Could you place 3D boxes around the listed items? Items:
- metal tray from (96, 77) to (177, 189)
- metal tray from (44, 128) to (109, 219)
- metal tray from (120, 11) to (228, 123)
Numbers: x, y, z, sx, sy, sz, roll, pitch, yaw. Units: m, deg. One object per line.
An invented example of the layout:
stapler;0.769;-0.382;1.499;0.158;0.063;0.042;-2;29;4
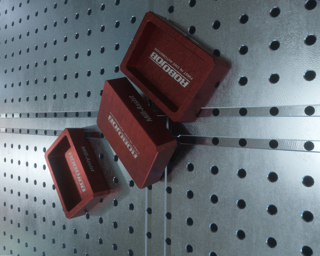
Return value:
metal tray;-0.037;0.005;0.419;0.130;0.030;0.089;52;141;27
metal tray;-0.146;0.075;0.528;0.090;0.030;0.130;-42;64;32
metal tray;0.011;-0.079;0.397;0.130;0.030;0.090;46;117;30
